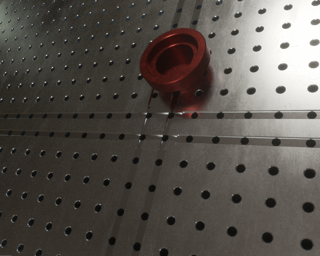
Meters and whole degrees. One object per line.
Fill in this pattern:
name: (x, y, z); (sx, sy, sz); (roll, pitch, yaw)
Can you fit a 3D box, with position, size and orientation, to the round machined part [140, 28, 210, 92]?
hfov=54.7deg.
round machined part: (0.024, -0.091, 0.439); (0.098, 0.042, 0.098); (-13, 56, 20)
